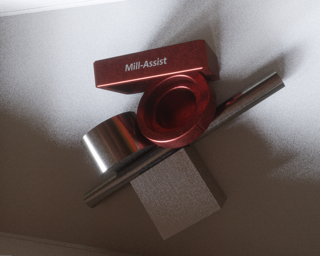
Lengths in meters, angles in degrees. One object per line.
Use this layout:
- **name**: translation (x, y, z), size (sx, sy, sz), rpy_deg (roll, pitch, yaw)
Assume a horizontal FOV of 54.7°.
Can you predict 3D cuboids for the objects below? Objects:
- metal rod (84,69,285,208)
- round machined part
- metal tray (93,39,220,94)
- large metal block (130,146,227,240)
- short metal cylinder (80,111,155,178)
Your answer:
- **metal rod**: translation (0.019, 0.022, 0.401), size (0.300, 0.025, 0.025), rpy_deg (-34, 79, 16)
- **round machined part**: translation (0.024, -0.020, 0.376), size (0.098, 0.042, 0.098), rpy_deg (-17, 57, 28)
- **metal tray**: translation (-0.001, -0.068, 0.373), size (0.130, 0.090, 0.030), rpy_deg (-7, 88, 19)
- **large metal block**: translation (0.024, 0.078, 0.385), size (0.080, 0.050, 0.080), rpy_deg (-34, 79, 16)
- **short metal cylinder**: translation (-0.053, 0.022, 0.397), size (0.080, 0.080, 0.050), rpy_deg (-35, 79, 16)
